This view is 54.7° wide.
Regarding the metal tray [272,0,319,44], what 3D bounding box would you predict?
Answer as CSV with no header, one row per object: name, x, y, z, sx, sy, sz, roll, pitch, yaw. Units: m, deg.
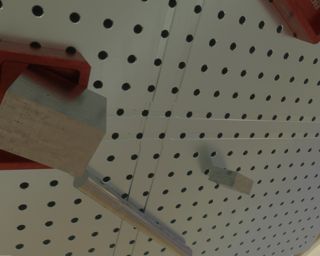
metal tray,0.199,-0.184,0.405,0.130,0.030,0.090,31,101,-38

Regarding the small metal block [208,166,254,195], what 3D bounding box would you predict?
small metal block,0.117,0.087,0.512,0.050,0.050,0.025,29,78,-38

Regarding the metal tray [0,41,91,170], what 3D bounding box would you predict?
metal tray,-0.131,-0.018,0.325,0.091,0.030,0.129,3,117,-30

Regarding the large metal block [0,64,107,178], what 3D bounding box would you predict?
large metal block,-0.097,-0.010,0.285,0.080,0.080,0.050,25,110,-20

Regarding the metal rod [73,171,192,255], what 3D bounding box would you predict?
metal rod,-0.026,0.152,0.493,0.025,0.025,0.300,-41,130,0
